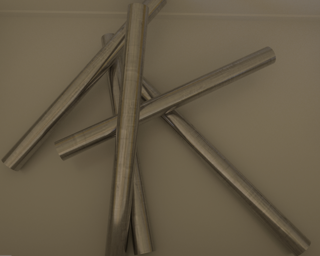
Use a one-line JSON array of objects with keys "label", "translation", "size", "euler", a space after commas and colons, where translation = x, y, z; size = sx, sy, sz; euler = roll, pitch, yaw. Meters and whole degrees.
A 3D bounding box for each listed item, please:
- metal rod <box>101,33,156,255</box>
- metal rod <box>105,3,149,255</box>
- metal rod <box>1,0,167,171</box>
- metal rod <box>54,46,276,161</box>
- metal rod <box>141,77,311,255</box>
[{"label": "metal rod", "translation": [-0.046, 0.006, 0.406], "size": [0.025, 0.025, 0.299], "euler": [-10, 70, -4]}, {"label": "metal rod", "translation": [-0.038, 0.007, 0.358], "size": [0.025, 0.025, 0.298], "euler": [5, 88, 1]}, {"label": "metal rod", "translation": [-0.095, -0.068, 0.411], "size": [0.025, 0.025, 0.300], "euler": [38, 82, 12]}, {"label": "metal rod", "translation": [0.014, -0.035, 0.395], "size": [0.302, 0.025, 0.025], "euler": [-25, 72, -10]}, {"label": "metal rod", "translation": [0.065, 0.036, 0.397], "size": [0.025, 0.025, 0.300], "euler": [-41, 75, -14]}]
